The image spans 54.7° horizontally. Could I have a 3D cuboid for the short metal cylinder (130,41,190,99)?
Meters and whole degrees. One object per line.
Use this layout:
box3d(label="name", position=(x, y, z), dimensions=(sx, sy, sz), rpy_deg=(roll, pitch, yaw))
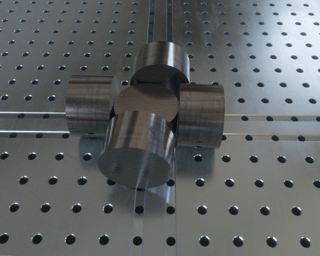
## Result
box3d(label="short metal cylinder", position=(0.001, -0.073, 0.433), dimensions=(0.080, 0.080, 0.050), rpy_deg=(2, 50, 2))

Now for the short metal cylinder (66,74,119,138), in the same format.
box3d(label="short metal cylinder", position=(-0.083, -0.028, 0.394), dimensions=(0.050, 0.080, 0.080), rpy_deg=(2, 50, 0))

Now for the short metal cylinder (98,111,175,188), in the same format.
box3d(label="short metal cylinder", position=(-0.024, 0.026, 0.348), dimensions=(0.080, 0.080, 0.050), rpy_deg=(5, 50, 4))

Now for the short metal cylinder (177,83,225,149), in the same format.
box3d(label="short metal cylinder", position=(0.048, -0.015, 0.385), dimensions=(0.050, 0.080, 0.080), rpy_deg=(3, 50, 2))

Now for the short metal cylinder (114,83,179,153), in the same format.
box3d(label="short metal cylinder", position=(-0.017, -0.013, 0.403), dimensions=(0.081, 0.050, 0.080), rpy_deg=(1, 50, -1))
